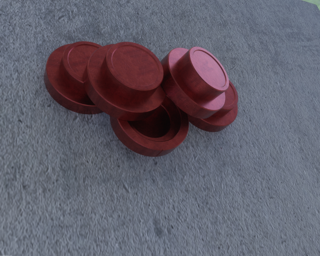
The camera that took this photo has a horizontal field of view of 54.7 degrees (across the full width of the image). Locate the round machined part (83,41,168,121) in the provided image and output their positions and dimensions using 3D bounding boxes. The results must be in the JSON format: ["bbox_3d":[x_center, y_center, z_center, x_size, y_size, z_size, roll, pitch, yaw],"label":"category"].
[{"bbox_3d":[-0.035,-0.061,0.359,0.099,0.042,0.098,14,56,-21],"label":"round machined part"}]

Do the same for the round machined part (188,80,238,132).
[{"bbox_3d":[0.077,-0.046,0.466,0.099,0.042,0.098,14,56,-21],"label":"round machined part"}]

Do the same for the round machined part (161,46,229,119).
[{"bbox_3d":[0.049,-0.064,0.395,0.099,0.042,0.098,25,46,-29],"label":"round machined part"}]

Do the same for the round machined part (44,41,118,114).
[{"bbox_3d":[-0.091,-0.069,0.388,0.099,0.042,0.098,14,56,-21],"label":"round machined part"}]

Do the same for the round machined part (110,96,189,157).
[{"bbox_3d":[-0.016,-0.008,0.392,0.099,0.042,0.098,14,56,-21],"label":"round machined part"}]
